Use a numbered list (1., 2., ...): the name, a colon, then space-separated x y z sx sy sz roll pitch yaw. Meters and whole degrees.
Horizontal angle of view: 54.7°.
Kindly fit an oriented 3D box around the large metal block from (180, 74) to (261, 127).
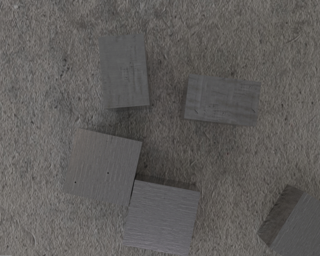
1. large metal block: 0.070 -0.031 0.383 0.080 0.080 0.050 7 90 0

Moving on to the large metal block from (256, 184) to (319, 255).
1. large metal block: 0.187 0.131 0.399 0.080 0.050 0.080 32 90 0

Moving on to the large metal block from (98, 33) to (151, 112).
1. large metal block: -0.040 -0.063 0.382 0.050 0.080 0.080 -5 90 0

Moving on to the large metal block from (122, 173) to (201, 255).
1. large metal block: 0.002 0.109 0.397 0.080 0.050 0.080 11 90 0

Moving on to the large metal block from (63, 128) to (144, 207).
1. large metal block: -0.069 0.047 0.397 0.080 0.050 0.080 12 90 0
